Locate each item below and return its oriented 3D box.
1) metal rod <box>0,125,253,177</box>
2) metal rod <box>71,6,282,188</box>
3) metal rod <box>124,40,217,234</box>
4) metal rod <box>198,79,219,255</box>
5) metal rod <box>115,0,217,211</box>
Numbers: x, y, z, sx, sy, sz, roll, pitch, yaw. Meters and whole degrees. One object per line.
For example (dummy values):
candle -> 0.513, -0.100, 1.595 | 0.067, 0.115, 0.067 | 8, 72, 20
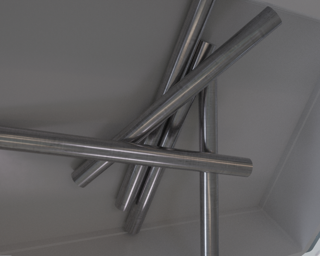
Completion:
metal rod -> -0.030, 0.030, 0.358 | 0.302, 0.025, 0.025 | 9, 115, -16
metal rod -> 0.010, -0.028, 0.364 | 0.300, 0.025, 0.025 | -40, 130, 11
metal rod -> 0.007, 0.026, 0.428 | 0.025, 0.025, 0.298 | 7, 115, -32
metal rod -> 0.066, 0.084, 0.417 | 0.025, 0.025, 0.298 | -4, 95, -27
metal rod -> -0.001, -0.017, 0.396 | 0.025, 0.025, 0.298 | 9, 114, -32
